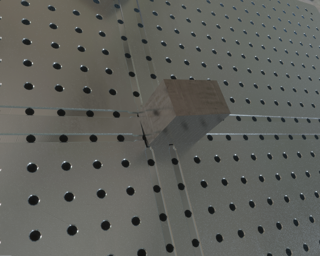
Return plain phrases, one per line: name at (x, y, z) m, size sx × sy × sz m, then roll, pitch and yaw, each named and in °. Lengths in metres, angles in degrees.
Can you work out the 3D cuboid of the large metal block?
large metal block at (0.029, -0.019, 0.402) m, size 0.081 × 0.080 × 0.050 m, roll -4°, pitch 64°, yaw -30°
